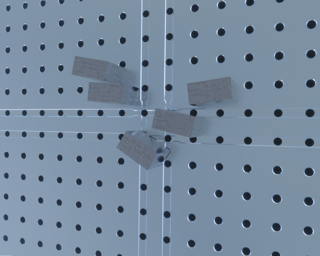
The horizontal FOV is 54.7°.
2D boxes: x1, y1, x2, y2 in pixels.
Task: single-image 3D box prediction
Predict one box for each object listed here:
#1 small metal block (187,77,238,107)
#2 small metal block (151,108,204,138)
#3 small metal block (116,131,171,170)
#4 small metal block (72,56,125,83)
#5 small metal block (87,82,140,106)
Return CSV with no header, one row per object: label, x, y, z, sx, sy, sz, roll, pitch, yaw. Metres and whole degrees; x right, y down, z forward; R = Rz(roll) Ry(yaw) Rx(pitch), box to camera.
small metal block,0.065,-0.042,0.376,0.050,0.050,0.025,-7,88,19
small metal block,0.024,-0.007,0.390,0.050,0.050,0.025,14,95,19
small metal block,-0.020,0.028,0.406,0.050,0.050,0.025,34,101,16
small metal block,-0.084,-0.078,0.428,0.050,0.050,0.025,13,95,19
small metal block,-0.062,-0.046,0.420,0.050,0.050,0.025,6,92,19
